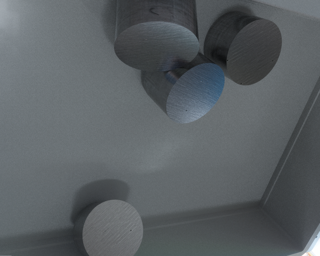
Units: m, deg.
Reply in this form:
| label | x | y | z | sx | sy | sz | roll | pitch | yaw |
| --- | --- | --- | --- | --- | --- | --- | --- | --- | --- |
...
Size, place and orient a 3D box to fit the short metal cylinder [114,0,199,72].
| label | x | y | z | sx | sy | sz | roll | pitch | yaw |
| --- | --- | --- | --- | --- | --- | --- | --- | --- | --- |
| short metal cylinder | -0.003 | -0.098 | 0.303 | 0.081 | 0.050 | 0.080 | -1 | 159 | 0 |

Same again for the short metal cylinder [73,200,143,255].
| label | x | y | z | sx | sy | sz | roll | pitch | yaw |
| --- | --- | --- | --- | --- | --- | --- | --- | --- | --- |
| short metal cylinder | -0.070 | 0.137 | 0.413 | 0.081 | 0.050 | 0.080 | 8 | 72 | -27 |

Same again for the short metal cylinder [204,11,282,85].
| label | x | y | z | sx | sy | sz | roll | pitch | yaw |
| --- | --- | --- | --- | --- | --- | --- | --- | --- | --- |
| short metal cylinder | 0.102 | -0.100 | 0.386 | 0.081 | 0.050 | 0.079 | -14 | 124 | -21 |

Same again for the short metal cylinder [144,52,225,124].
| label | x | y | z | sx | sy | sz | roll | pitch | yaw |
| --- | --- | --- | --- | --- | --- | --- | --- | --- | --- |
| short metal cylinder | 0.028 | -0.052 | 0.366 | 0.081 | 0.050 | 0.080 | -23 | 138 | -22 |

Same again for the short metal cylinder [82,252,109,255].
| label | x | y | z | sx | sy | sz | roll | pitch | yaw |
| --- | --- | --- | --- | --- | --- | --- | --- | --- | --- |
| short metal cylinder | -0.107 | 0.245 | 0.488 | 0.081 | 0.050 | 0.079 | -14 | 124 | -21 |
